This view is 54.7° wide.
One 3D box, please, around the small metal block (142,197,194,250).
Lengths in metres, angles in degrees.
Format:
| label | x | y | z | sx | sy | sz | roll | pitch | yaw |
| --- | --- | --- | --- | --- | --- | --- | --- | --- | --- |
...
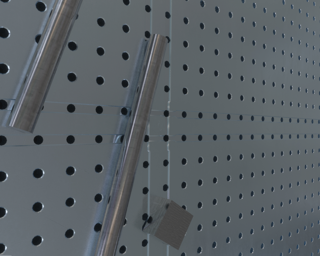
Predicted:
| label | x | y | z | sx | sy | sz | roll | pitch | yaw |
| --- | --- | --- | --- | --- | --- | --- | --- | --- | --- |
| small metal block | 0.012 | 0.129 | 0.420 | 0.050 | 0.025 | 0.050 | 42 | 64 | -32 |

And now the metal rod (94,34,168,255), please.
| label | x | y | z | sx | sy | sz | roll | pitch | yaw |
| --- | --- | --- | --- | --- | --- | --- | --- | --- | --- |
| metal rod | -0.035 | 0.026 | 0.380 | 0.025 | 0.025 | 0.299 | 22 | 76 | -38 |

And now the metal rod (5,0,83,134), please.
| label | x | y | z | sx | sy | sz | roll | pitch | yaw |
| --- | --- | --- | --- | --- | --- | --- | --- | --- | --- |
| metal rod | -0.095 | -0.139 | 0.329 | 0.025 | 0.025 | 0.299 | 26 | 74 | -37 |
